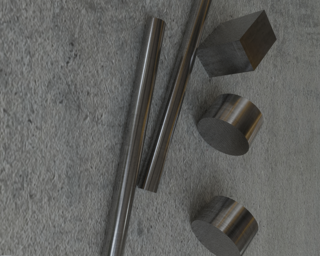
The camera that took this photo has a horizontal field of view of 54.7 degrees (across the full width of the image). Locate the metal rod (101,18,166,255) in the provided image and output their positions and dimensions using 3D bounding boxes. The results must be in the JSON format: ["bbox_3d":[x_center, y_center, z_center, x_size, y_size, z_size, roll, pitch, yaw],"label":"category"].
[{"bbox_3d":[-0.030,0.009,0.379,0.025,0.025,0.299,17,79,-39],"label":"metal rod"}]

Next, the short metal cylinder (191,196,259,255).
[{"bbox_3d":[0.093,0.145,0.447,0.050,0.080,0.080,-42,116,-32],"label":"short metal cylinder"}]

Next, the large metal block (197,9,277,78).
[{"bbox_3d":[0.113,-0.124,0.464,0.080,0.080,0.050,-50,120,-28],"label":"large metal block"}]

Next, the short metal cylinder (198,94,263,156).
[{"bbox_3d":[0.103,-0.004,0.455,0.080,0.080,0.050,52,60,-28],"label":"short metal cylinder"}]

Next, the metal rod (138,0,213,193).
[{"bbox_3d":[0.026,-0.060,0.426,0.025,0.025,0.299,27,73,-37],"label":"metal rod"}]
